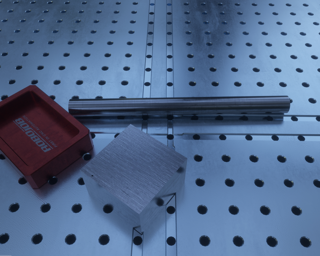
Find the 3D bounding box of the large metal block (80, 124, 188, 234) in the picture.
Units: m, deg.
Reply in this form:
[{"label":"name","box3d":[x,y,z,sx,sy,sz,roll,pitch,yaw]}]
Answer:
[{"label":"large metal block","box3d":[-0.027,0.054,0.346,0.080,0.050,0.080,30,56,23]}]

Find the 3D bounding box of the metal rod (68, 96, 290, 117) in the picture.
[{"label":"metal rod","box3d":[0.027,-0.031,0.433,0.302,0.025,0.025,-1,50,-1]}]

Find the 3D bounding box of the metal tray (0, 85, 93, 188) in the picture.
[{"label":"metal tray","box3d":[-0.162,0.005,0.398,0.130,0.030,0.090,36,58,26]}]
